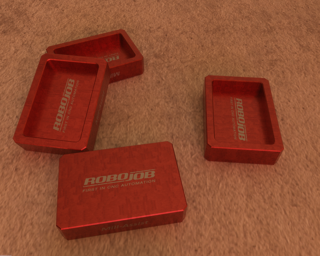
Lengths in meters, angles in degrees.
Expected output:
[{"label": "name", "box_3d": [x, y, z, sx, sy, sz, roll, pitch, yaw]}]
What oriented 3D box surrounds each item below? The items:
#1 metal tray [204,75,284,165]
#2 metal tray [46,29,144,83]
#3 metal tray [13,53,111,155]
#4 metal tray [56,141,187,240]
[{"label": "metal tray", "box_3d": [0.105, -0.015, 0.413, 0.091, 0.030, 0.130, 4, 50, 2]}, {"label": "metal tray", "box_3d": [-0.101, -0.107, 0.487, 0.131, 0.030, 0.090, -19, 53, -16]}, {"label": "metal tray", "box_3d": [-0.122, -0.032, 0.400, 0.091, 0.030, 0.130, 6, 67, 5]}, {"label": "metal tray", "box_3d": [-0.043, 0.066, 0.344, 0.131, 0.030, 0.090, -7, 50, -7]}]
